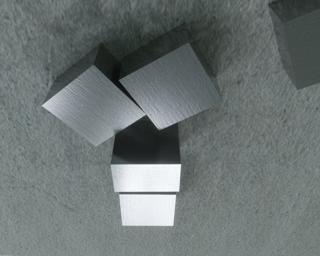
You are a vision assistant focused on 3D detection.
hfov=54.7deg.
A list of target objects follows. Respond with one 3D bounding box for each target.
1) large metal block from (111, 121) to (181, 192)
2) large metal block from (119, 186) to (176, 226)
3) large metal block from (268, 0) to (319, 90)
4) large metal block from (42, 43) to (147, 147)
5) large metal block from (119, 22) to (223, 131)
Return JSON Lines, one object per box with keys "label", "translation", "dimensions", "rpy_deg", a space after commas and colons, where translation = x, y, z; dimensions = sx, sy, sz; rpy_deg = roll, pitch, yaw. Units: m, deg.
{"label": "large metal block", "translation": [-0.016, 0.035, 0.401], "dimensions": [0.081, 0.080, 0.050], "rpy_deg": [0, 130, -1]}
{"label": "large metal block", "translation": [-0.018, 0.108, 0.483], "dimensions": [0.081, 0.050, 0.079], "rpy_deg": [1, 130, -1]}
{"label": "large metal block", "translation": [0.164, -0.096, 0.312], "dimensions": [0.080, 0.050, 0.080], "rpy_deg": [-20, 128, 15]}
{"label": "large metal block", "translation": [-0.072, -0.036, 0.359], "dimensions": [0.080, 0.050, 0.080], "rpy_deg": [-31, 124, 23]}
{"label": "large metal block", "translation": [0.013, -0.055, 0.344], "dimensions": [0.080, 0.050, 0.080], "rpy_deg": [-25, 126, 19]}
